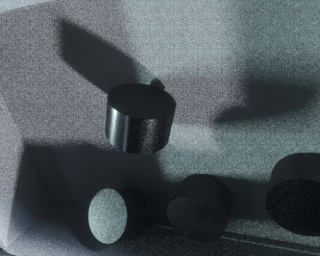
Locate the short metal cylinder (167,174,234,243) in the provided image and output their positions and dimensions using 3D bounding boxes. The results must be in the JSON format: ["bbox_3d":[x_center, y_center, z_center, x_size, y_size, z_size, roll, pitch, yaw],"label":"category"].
[{"bbox_3d":[0.056,0.111,0.430,0.080,0.050,0.079,13,124,20],"label":"short metal cylinder"}]

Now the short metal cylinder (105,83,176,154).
[{"bbox_3d":[-0.025,-0.013,0.377,0.080,0.080,0.050,22,126,15],"label":"short metal cylinder"}]

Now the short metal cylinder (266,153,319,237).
[{"bbox_3d":[0.166,0.075,0.352,0.080,0.050,0.079,13,124,20],"label":"short metal cylinder"}]

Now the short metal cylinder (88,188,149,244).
[{"bbox_3d":[-0.065,0.135,0.483,0.080,0.050,0.080,-8,76,34],"label":"short metal cylinder"}]
